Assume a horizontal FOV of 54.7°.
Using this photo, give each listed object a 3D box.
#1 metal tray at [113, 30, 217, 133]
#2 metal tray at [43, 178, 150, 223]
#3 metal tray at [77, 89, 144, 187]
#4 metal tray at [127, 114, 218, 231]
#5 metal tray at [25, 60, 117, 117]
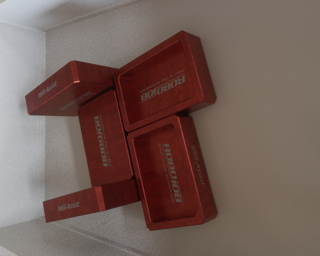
[{"bbox_3d":[0.000,-0.054,0.399,0.130,0.030,0.090,-22,77,37],"label":"metal tray"},{"bbox_3d":[-0.089,0.100,0.431,0.130,0.091,0.030,-22,77,37],"label":"metal tray"},{"bbox_3d":[-0.073,0.018,0.458,0.090,0.030,0.129,-22,76,37],"label":"metal tray"},{"bbox_3d":[0.011,0.057,0.390,0.090,0.030,0.129,-22,76,37],"label":"metal tray"},{"bbox_3d":[-0.127,-0.053,0.461,0.130,0.091,0.030,-23,76,37],"label":"metal tray"}]
